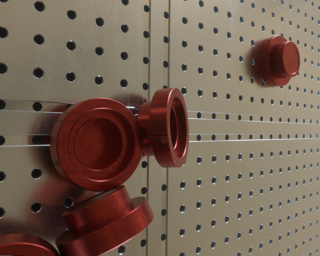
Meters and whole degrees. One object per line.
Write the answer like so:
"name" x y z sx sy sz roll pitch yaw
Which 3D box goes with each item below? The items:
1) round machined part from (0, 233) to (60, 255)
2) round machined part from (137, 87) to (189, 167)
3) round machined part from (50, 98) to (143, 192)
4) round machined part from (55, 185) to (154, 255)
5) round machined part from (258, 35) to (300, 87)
"round machined part" -0.136 0.142 0.276 0.099 0.042 0.097 -3 97 -28
"round machined part" 0.004 0.000 0.385 0.098 0.042 0.097 -4 90 -71
"round machined part" -0.071 0.017 0.338 0.099 0.042 0.097 1 89 -37
"round machined part" -0.060 0.092 0.316 0.099 0.098 0.042 -23 89 -38
"round machined part" 0.235 -0.130 0.599 0.099 0.042 0.097 0 90 -40
